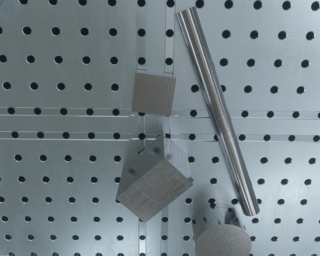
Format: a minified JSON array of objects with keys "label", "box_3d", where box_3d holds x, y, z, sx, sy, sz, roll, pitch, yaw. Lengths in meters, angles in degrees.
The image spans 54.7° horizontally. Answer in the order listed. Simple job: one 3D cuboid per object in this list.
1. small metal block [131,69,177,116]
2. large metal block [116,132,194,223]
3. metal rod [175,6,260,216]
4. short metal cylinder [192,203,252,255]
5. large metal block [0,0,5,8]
[{"label":"small metal block","box_3d":[-0.008,-0.045,0.397,0.050,0.025,0.050,7,110,-3]},{"label":"large metal block","box_3d":[-0.007,0.062,0.407,0.080,0.080,0.050,-41,105,13]},{"label":"metal rod","box_3d":[0.083,-0.008,0.411,0.025,0.025,0.299,-20,109,7]},{"label":"short metal cylinder","box_3d":[0.089,0.160,0.461,0.081,0.050,0.079,0,110,-1]},{"label":"large metal block","box_3d":[-0.207,-0.176,0.332,0.080,0.050,0.080,38,105,-13]}]
